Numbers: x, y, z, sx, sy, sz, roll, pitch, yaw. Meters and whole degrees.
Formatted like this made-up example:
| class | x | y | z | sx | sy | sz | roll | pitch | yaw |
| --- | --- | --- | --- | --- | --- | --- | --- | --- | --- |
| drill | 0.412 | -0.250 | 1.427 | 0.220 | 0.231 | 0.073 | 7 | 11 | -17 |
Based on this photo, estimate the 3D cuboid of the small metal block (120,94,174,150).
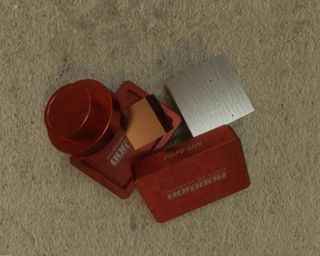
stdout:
| class | x | y | z | sx | sy | sz | roll | pitch | yaw |
| --- | --- | --- | --- | --- | --- | --- | --- | --- | --- |
| small metal block | -0.019 | -0.007 | 0.388 | 0.050 | 0.025 | 0.050 | -29 | 93 | 28 |

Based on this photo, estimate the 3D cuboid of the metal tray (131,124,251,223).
| class | x | y | z | sx | sy | sz | roll | pitch | yaw |
| --- | --- | --- | --- | --- | --- | --- | --- | --- | --- |
| metal tray | 0.041 | 0.060 | 0.386 | 0.131 | 0.030 | 0.090 | -23 | 126 | 0 |

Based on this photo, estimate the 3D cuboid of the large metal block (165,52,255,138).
| class | x | y | z | sx | sy | sz | roll | pitch | yaw |
| --- | --- | --- | --- | --- | --- | --- | --- | --- | --- |
| large metal block | 0.060 | -0.039 | 0.399 | 0.080 | 0.050 | 0.080 | -27 | 90 | 0 |

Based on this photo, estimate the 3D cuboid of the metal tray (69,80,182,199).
| class | x | y | z | sx | sy | sz | roll | pitch | yaw |
| --- | --- | --- | --- | --- | --- | --- | --- | --- | --- |
| metal tray | -0.043 | 0.015 | 0.407 | 0.090 | 0.030 | 0.130 | 35 | 90 | 0 |

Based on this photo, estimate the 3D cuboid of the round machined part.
| class | x | y | z | sx | sy | sz | roll | pitch | yaw |
| --- | --- | --- | --- | --- | --- | --- | --- | --- | --- |
| round machined part | -0.101 | -0.016 | 0.381 | 0.098 | 0.042 | 0.098 | -8 | 70 | 22 |
